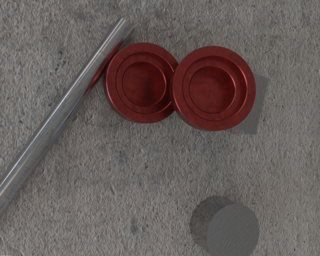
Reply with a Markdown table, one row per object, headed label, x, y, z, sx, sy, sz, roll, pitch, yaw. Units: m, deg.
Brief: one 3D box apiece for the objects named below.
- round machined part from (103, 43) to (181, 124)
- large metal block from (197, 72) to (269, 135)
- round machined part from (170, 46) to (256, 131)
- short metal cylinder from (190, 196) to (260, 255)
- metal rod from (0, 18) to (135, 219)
| label | x | y | z | sx | sy | sz | roll | pitch | yaw |
| --- | --- | --- | --- | --- | --- | --- | --- | --- | --- |
| round machined part | -0.023 | -0.054 | 0.391 | 0.099 | 0.042 | 0.097 | 0 | 90 | -21 |
| large metal block | 0.094 | -0.040 | 0.431 | 0.081 | 0.050 | 0.080 | 17 | 84 | -20 |
| round machined part | 0.060 | -0.044 | 0.371 | 0.099 | 0.042 | 0.097 | 0 | 87 | -9 |
| short metal cylinder | 0.089 | 0.139 | 0.429 | 0.081 | 0.050 | 0.080 | 0 | 90 | -20 |
| metal rod | -0.122 | -0.007 | 0.364 | 0.025 | 0.025 | 0.300 | 36 | 78 | -17 |
